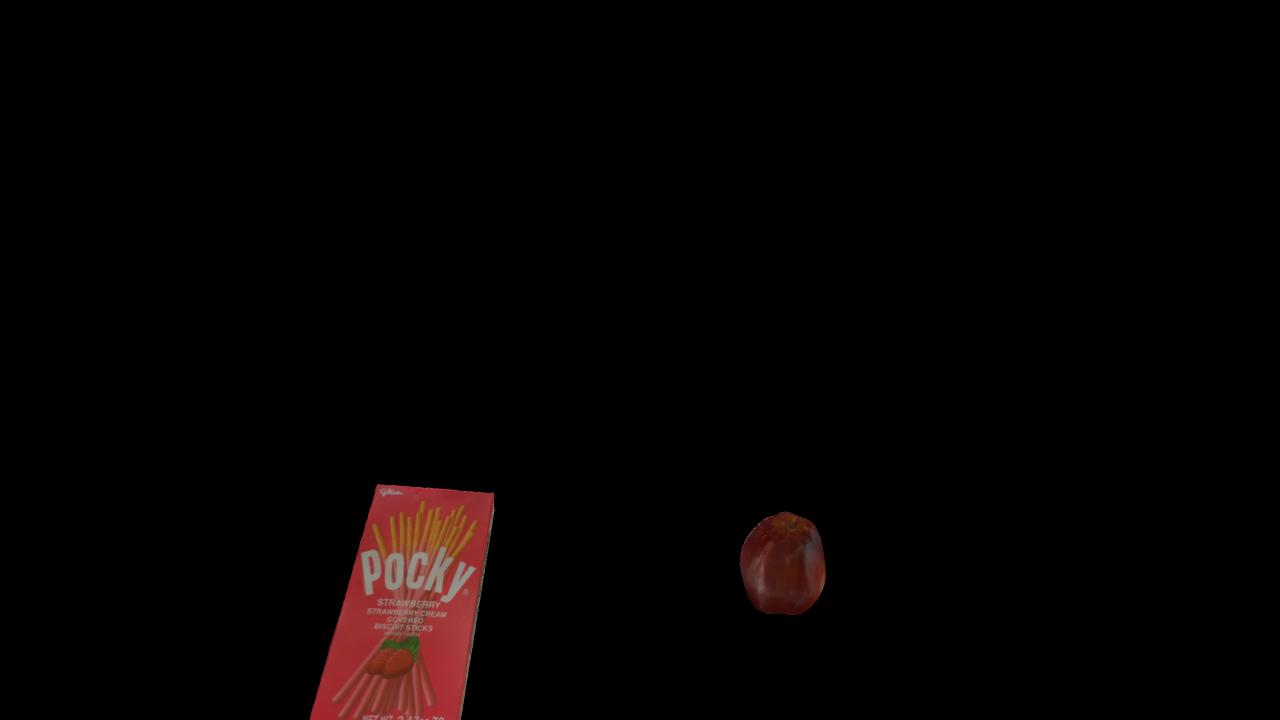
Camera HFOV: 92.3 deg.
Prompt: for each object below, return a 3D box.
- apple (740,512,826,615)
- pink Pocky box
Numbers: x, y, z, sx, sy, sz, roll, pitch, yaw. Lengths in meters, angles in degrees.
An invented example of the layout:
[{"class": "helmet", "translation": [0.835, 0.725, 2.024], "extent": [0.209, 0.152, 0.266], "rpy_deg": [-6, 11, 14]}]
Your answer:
[{"class": "apple", "translation": [0.131, 0.186, 0.562], "extent": [0.079, 0.093, 0.079], "rpy_deg": [1, 22, 0]}, {"class": "pink Pocky box", "translation": [-0.148, 0.158, 0.403], "extent": [0.084, 0.155, 0.029], "rpy_deg": [6, -38, -7]}]
